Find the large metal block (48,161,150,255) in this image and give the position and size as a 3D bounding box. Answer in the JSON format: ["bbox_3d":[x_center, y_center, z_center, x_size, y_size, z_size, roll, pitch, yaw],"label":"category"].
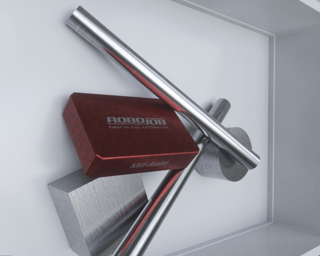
[{"bbox_3d":[-0.061,0.084,0.335,0.081,0.050,0.080,-25,106,-38],"label":"large metal block"}]

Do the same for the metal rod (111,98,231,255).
[{"bbox_3d":[0.030,0.047,0.384,0.301,0.025,0.025,-50,121,-44],"label":"metal rod"}]

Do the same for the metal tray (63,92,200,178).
[{"bbox_3d":[-0.029,0.005,0.342,0.131,0.030,0.090,0,46,-39],"label":"metal tray"}]

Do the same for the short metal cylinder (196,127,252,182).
[{"bbox_3d":[0.095,0.038,0.469,0.081,0.050,0.079,0,90,-40],"label":"short metal cylinder"}]

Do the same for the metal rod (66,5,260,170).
[{"bbox_3d":[0.019,-0.037,0.384,0.301,0.025,0.025,37,67,-21],"label":"metal rod"}]
